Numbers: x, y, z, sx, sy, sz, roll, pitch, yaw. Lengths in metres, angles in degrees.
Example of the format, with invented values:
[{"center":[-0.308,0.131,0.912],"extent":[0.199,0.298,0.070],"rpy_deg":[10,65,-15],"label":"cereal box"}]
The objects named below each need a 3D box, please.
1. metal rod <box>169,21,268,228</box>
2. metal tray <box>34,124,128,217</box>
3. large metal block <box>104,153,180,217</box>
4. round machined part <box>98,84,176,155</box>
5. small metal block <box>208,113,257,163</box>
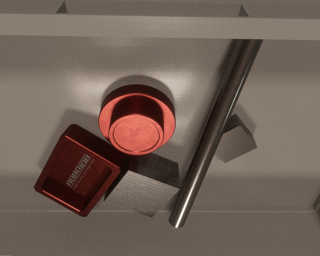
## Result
[{"center":[0.062,0.017,0.394],"extent":[0.025,0.025,0.298],"rpy_deg":[11,120,-10],"label":"metal rod"},{"center":[-0.117,0.065,0.445],"extent":[0.090,0.030,0.129],"rpy_deg":[33,124,-8],"label":"metal tray"},{"center":[-0.027,0.081,0.461],"extent":[0.080,0.050,0.080],"rpy_deg":[24,126,-20],"label":"large metal block"},{"center":[-0.029,-0.004,0.395],"extent":[0.099,0.042,0.097],"rpy_deg":[-1,130,0],"label":"round machined part"},{"center":[0.096,0.015,0.424],"extent":[0.050,0.025,0.050],"rpy_deg":[-30,124,23],"label":"small metal block"}]
